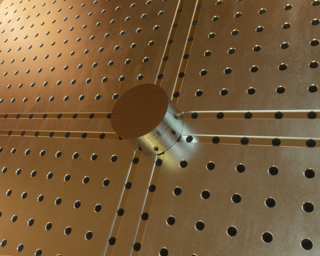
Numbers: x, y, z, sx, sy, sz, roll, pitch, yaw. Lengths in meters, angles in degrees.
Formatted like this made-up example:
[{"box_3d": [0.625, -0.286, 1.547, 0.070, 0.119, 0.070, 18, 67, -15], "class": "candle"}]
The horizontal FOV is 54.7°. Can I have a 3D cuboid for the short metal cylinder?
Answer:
[{"box_3d": [-0.016, -0.011, 0.405, 0.080, 0.050, 0.080, -13, 56, 20], "class": "short metal cylinder"}]
